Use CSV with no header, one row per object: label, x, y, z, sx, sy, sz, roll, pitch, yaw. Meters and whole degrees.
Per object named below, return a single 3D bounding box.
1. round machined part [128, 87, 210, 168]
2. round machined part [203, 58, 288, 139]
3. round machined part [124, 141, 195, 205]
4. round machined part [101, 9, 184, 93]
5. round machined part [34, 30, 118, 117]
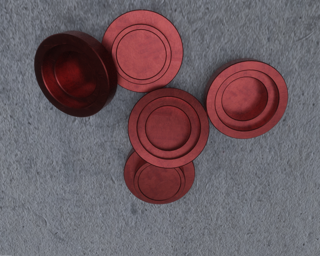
round machined part,0.010,0.000,0.391,0.099,0.042,0.097,0,87,-3
round machined part,0.104,-0.039,0.389,0.099,0.042,0.097,0,110,-1
round machined part,-0.001,0.064,0.425,0.099,0.042,0.097,0,110,-1
round machined part,-0.021,-0.089,0.368,0.099,0.042,0.097,0,110,-1
round machined part,-0.094,-0.065,0.365,0.098,0.042,0.097,10,119,18
